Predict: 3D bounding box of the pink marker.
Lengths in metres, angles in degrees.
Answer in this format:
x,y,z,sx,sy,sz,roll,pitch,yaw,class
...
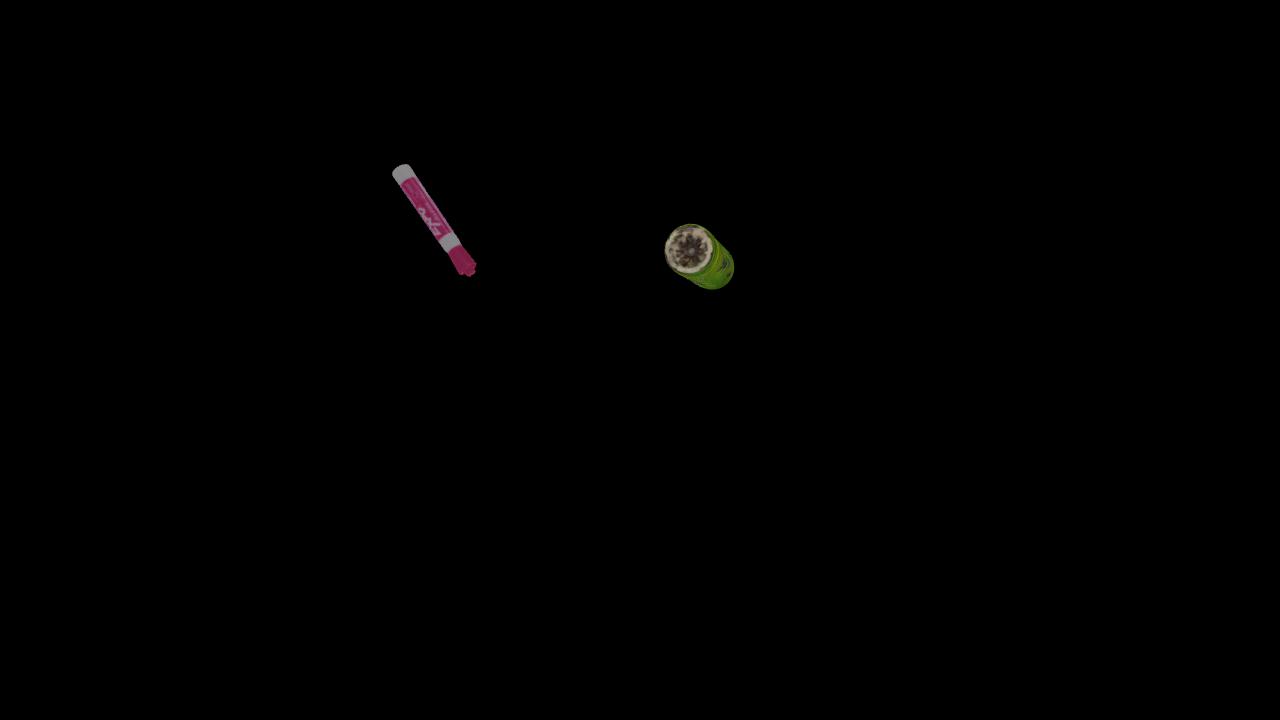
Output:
x,y,z,sx,sy,sz,roll,pitch,yaw,class
-0.193,-0.130,0.580,0.020,0.121,0.020,-35,-2,-1,pink marker

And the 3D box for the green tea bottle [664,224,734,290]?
x,y,z,sx,sy,sz,roll,pitch,yaw,class
0.096,-0.142,0.891,0.073,0.073,0.212,0,1,20,green tea bottle
